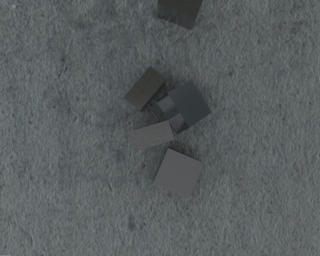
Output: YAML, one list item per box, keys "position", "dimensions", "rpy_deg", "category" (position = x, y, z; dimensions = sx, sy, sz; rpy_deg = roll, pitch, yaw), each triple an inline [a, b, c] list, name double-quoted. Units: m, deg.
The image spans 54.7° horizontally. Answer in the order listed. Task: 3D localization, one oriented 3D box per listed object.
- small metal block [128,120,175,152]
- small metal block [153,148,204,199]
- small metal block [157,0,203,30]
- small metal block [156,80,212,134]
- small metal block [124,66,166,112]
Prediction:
- position: [-0.010, 0.009, 0.397]
  dimensions: [0.050, 0.050, 0.025]
  rpy_deg: [-17, 90, 1]
  category: "small metal block"
- position: [0.024, 0.058, 0.410]
  dimensions: [0.050, 0.025, 0.050]
  rpy_deg: [23, 90, -1]
  category: "small metal block"
- position: [0.025, -0.154, 0.398]
  dimensions: [0.050, 0.050, 0.025]
  rpy_deg: [21, 90, -1]
  category: "small metal block"
- position: [0.031, -0.027, 0.397]
  dimensions: [0.050, 0.025, 0.050]
  rpy_deg: [-33, 91, -40]
  category: "small metal block"
- position: [-0.018, -0.048, 0.397]
  dimensions: [0.025, 0.050, 0.050]
  rpy_deg: [40, 90, -1]
  category: "small metal block"
